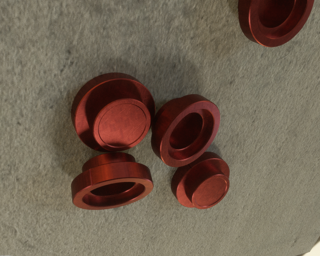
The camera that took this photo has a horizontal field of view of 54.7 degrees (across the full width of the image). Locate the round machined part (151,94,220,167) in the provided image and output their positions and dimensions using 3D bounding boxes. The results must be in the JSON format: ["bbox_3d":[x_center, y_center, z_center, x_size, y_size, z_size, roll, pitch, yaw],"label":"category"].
[{"bbox_3d":[0.028,-0.001,0.405,0.099,0.042,0.097,-24,133,-27],"label":"round machined part"}]

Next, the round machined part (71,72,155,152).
[{"bbox_3d":[-0.050,-0.012,0.362,0.099,0.042,0.097,-14,124,-21],"label":"round machined part"}]

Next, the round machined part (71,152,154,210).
[{"bbox_3d":[-0.061,0.064,0.387,0.099,0.042,0.098,-12,150,-7],"label":"round machined part"}]

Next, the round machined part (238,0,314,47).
[{"bbox_3d":[0.136,-0.152,0.378,0.099,0.042,0.097,-14,125,-21],"label":"round machined part"}]

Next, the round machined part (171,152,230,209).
[{"bbox_3d":[0.071,0.090,0.492,0.099,0.042,0.097,-14,125,-21],"label":"round machined part"}]
